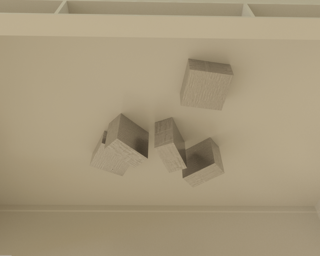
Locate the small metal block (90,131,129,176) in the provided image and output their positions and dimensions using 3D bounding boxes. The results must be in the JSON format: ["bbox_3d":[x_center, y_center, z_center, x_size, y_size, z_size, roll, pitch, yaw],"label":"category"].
[{"bbox_3d":[-0.066,0.037,0.440,0.050,0.025,0.050,21,127,-17],"label":"small metal block"}]

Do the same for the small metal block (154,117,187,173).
[{"bbox_3d":[0.014,0.022,0.412,0.025,0.050,0.050,-18,128,14],"label":"small metal block"}]

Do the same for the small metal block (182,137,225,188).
[{"bbox_3d":[0.058,0.048,0.434,0.050,0.050,0.025,-30,124,23],"label":"small metal block"}]

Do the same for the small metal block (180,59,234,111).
[{"bbox_3d":[0.054,-0.051,0.366,0.050,0.025,0.050,7,130,-6],"label":"small metal block"}]

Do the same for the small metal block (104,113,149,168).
[{"bbox_3d":[-0.042,0.016,0.406,0.050,0.050,0.025,36,121,-27],"label":"small metal block"}]
